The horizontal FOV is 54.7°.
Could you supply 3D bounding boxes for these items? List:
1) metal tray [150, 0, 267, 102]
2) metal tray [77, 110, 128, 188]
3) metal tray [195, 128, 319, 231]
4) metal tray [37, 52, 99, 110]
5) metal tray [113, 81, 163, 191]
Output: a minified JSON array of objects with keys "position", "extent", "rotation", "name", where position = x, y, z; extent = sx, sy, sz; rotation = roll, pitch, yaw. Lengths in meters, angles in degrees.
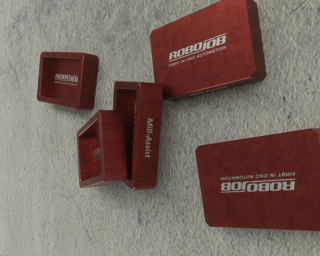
[{"position":[0.050,-0.087,0.361],"extent":[0.130,0.030,0.089],"rotation":[-10,84,39],"name":"metal tray"},{"position":[-0.086,0.035,0.437],"extent":[0.130,0.030,0.090],"rotation":[-27,66,59],"name":"metal tray"},{"position":[0.103,0.054,0.316],"extent":[0.130,0.030,0.090],"rotation":[-12,82,39],"name":"metal tray"},{"position":[-0.163,-0.084,0.536],"extent":[0.130,0.030,0.089],"rotation":[12,98,39],"name":"metal tray"},{"position":[-0.034,0.005,0.404],"extent":[0.090,0.030,0.129],"rotation":[17,105,61],"name":"metal tray"}]
